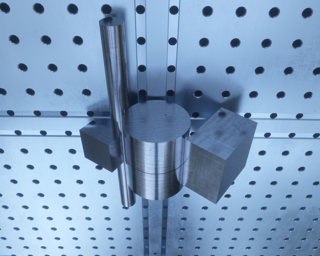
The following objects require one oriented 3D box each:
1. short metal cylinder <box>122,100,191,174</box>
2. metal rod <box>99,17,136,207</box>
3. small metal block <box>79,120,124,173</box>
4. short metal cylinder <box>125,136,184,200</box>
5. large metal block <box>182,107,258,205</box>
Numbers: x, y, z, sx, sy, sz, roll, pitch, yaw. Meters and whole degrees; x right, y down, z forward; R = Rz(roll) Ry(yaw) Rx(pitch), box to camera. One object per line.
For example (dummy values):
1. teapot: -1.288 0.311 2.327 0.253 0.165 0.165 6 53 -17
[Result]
1. short metal cylinder: -0.005 0.009 0.378 0.081 0.080 0.050 0 130 -1
2. metal rod: -0.050 0.006 0.410 0.025 0.025 0.298 0 130 0
3. small metal block: -0.077 0.024 0.412 0.050 0.025 0.050 24 135 25
4. short metal cylinder: -0.005 0.048 0.411 0.081 0.080 0.050 0 130 -1
5. large metal block: 0.074 0.034 0.390 0.050 0.080 0.079 27 137 27
